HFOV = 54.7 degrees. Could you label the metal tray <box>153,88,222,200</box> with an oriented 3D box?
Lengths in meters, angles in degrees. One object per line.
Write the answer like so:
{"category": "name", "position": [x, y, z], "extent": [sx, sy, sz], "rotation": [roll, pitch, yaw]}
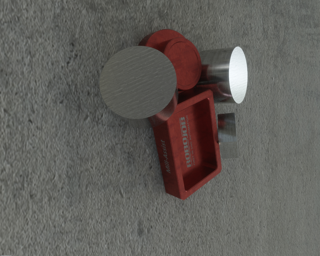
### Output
{"category": "metal tray", "position": [0.039, 0.020, 0.421], "extent": [0.091, 0.030, 0.129], "rotation": [-28, 117, -37]}

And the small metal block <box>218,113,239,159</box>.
{"category": "small metal block", "position": [0.104, 0.012, 0.470], "extent": [0.050, 0.025, 0.050], "rotation": [64, 25, -53]}

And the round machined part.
{"category": "round machined part", "position": [0.017, -0.082, 0.410], "extent": [0.099, 0.042, 0.097], "rotation": [0, 90, -40]}

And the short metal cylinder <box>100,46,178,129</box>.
{"category": "short metal cylinder", "position": [-0.021, -0.043, 0.344], "extent": [0.050, 0.080, 0.080], "rotation": [67, 35, -77]}

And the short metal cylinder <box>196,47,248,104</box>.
{"category": "short metal cylinder", "position": [0.091, -0.075, 0.452], "extent": [0.080, 0.050, 0.079], "rotation": [-6, 96, -57]}
